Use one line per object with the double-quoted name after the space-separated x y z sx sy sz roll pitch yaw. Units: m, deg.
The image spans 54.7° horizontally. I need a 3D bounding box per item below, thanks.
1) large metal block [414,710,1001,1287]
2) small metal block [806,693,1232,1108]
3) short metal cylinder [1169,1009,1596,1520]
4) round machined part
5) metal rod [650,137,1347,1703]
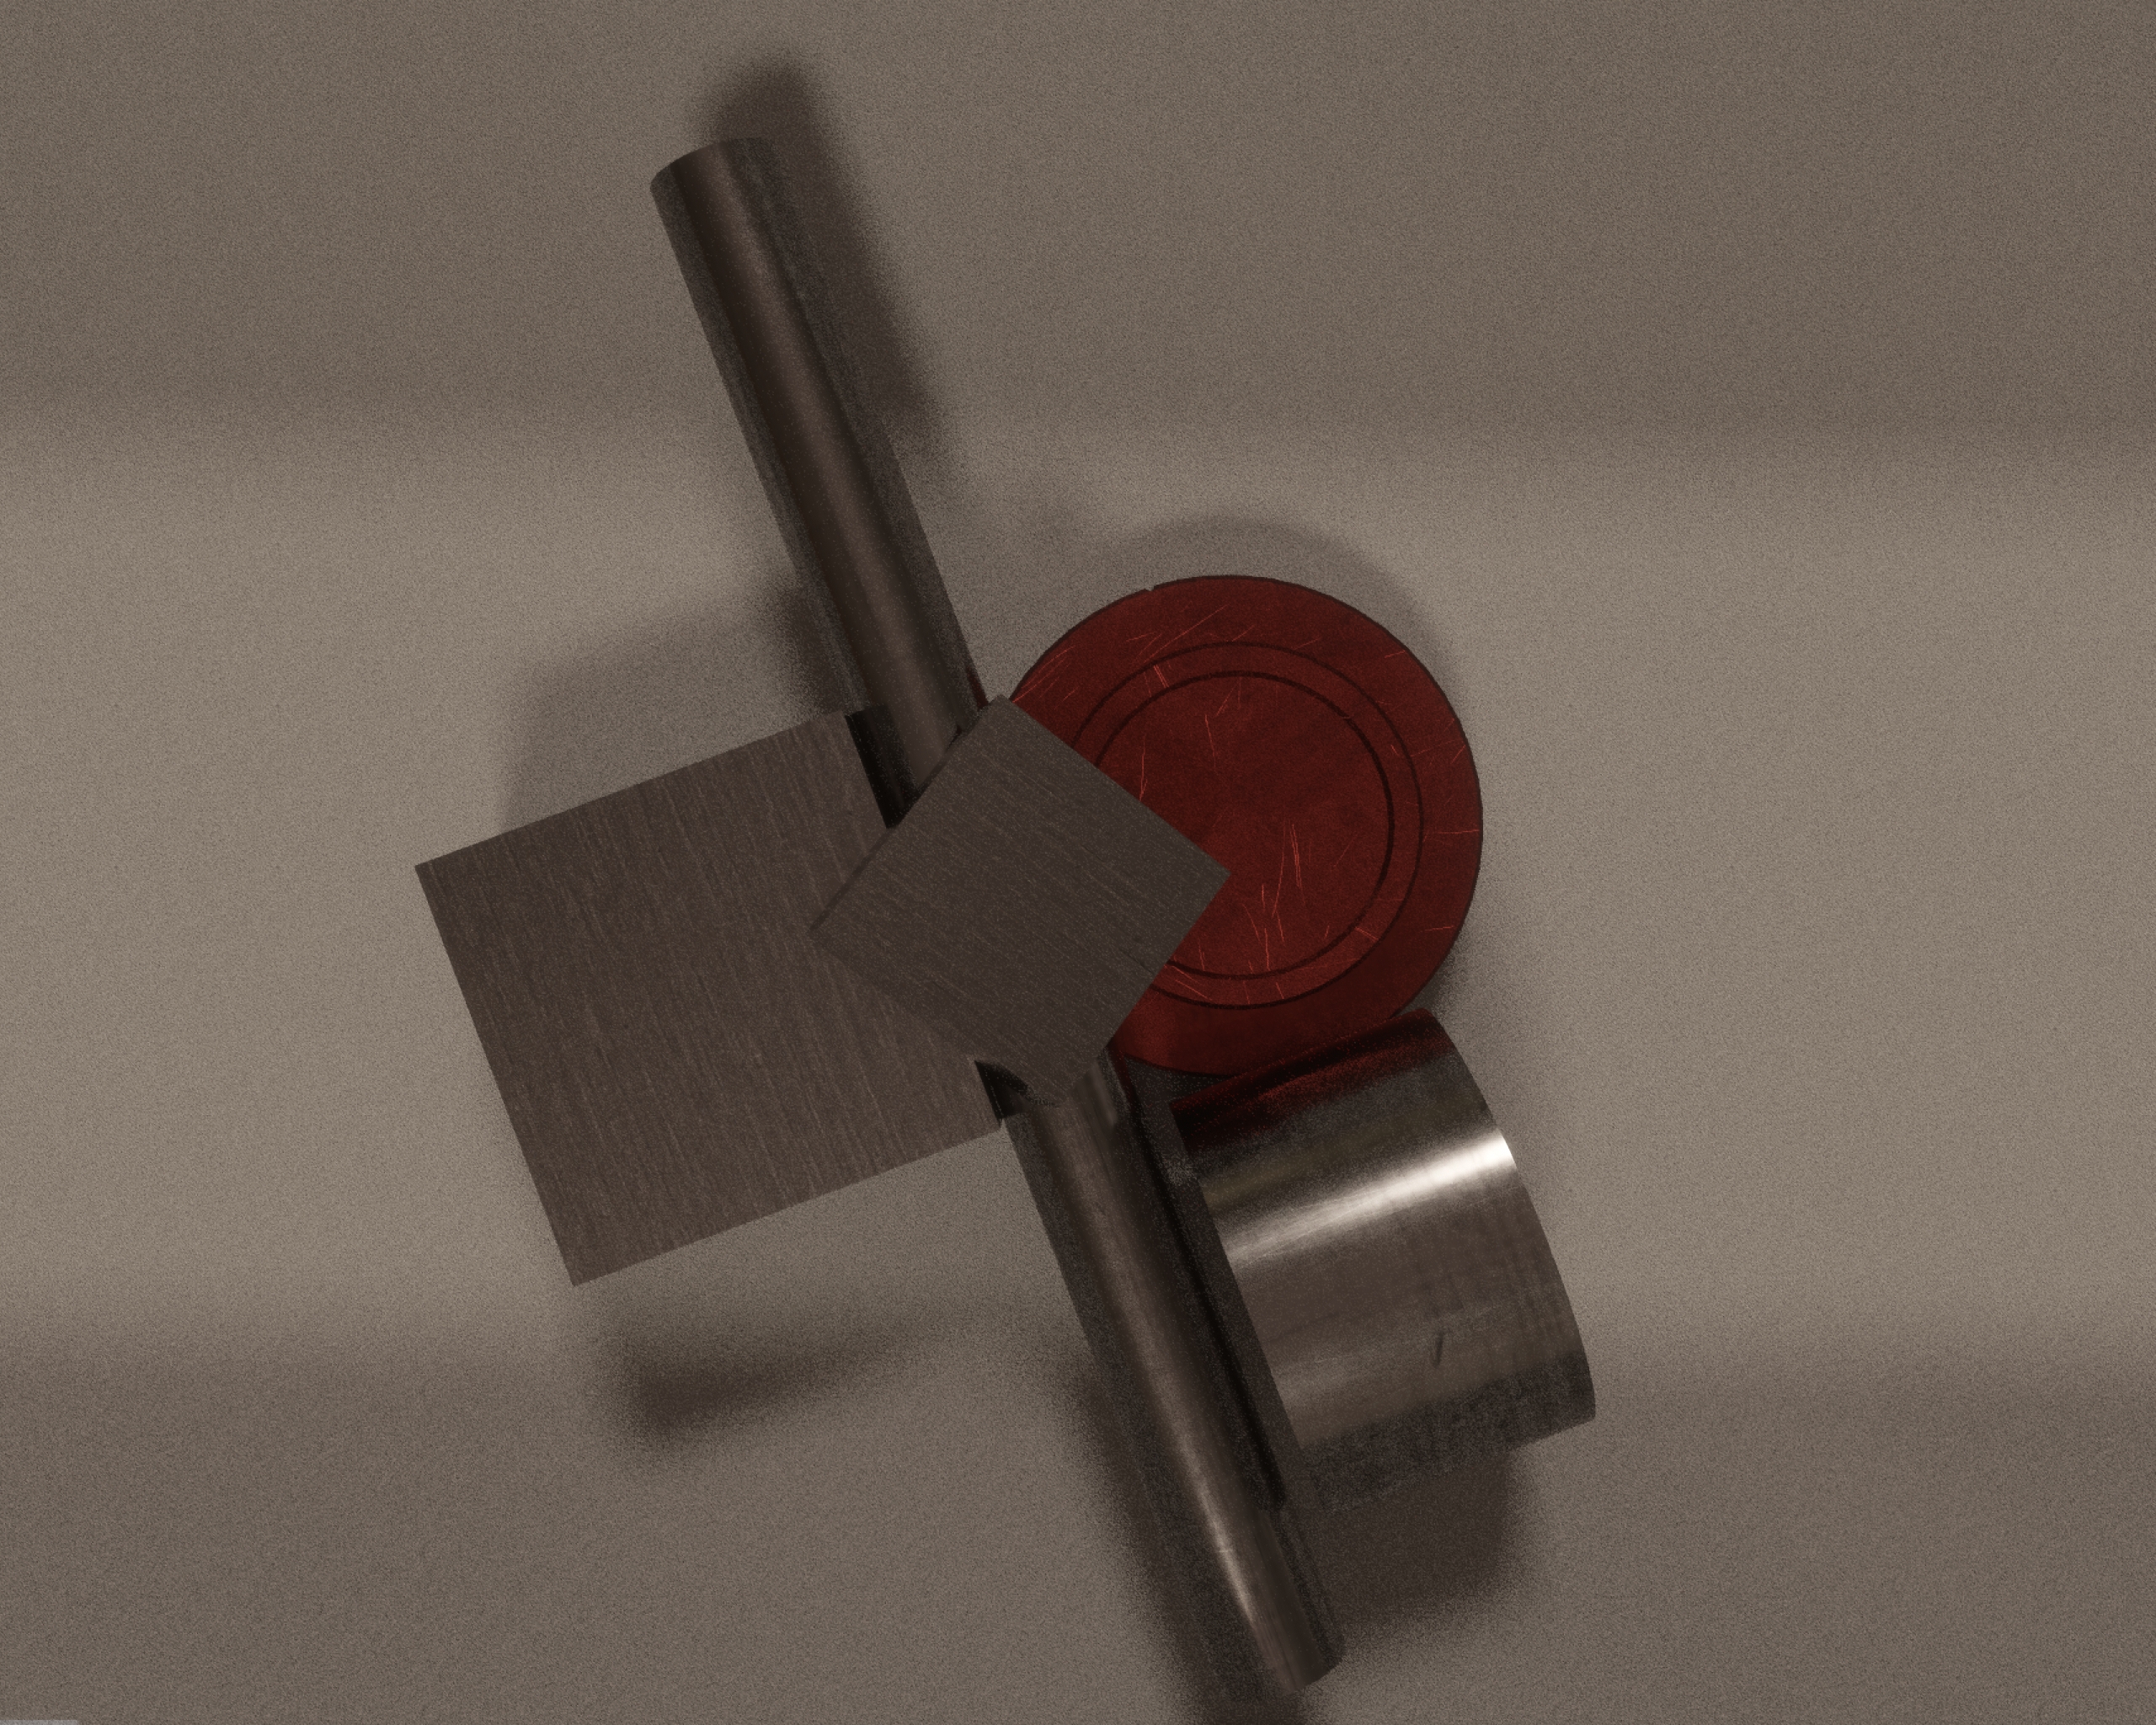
-0.066 0.024 0.394 0.080 0.050 0.080 -20 90 -1 "large metal block"
-0.011 0.007 0.361 0.050 0.025 0.050 38 78 -7 "small metal block"
0.054 0.073 0.383 0.050 0.080 0.080 -21 90 0 "short metal cylinder"
0.029 -0.007 0.401 0.099 0.042 0.097 0 90 -1 "round machined part"
-0.015 0.011 0.389 0.025 0.025 0.299 -21 90 0 "metal rod"
